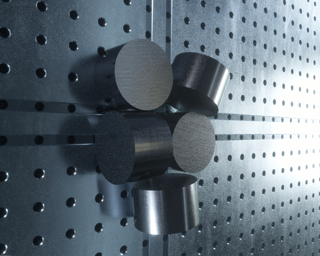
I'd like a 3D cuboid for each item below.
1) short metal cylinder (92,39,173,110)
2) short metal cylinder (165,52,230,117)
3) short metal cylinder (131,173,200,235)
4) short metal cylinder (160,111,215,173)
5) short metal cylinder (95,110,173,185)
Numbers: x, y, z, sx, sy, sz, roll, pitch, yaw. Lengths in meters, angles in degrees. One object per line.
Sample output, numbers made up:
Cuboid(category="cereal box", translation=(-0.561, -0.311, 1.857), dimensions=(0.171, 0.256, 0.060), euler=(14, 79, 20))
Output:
Cuboid(category="short metal cylinder", translation=(-0.031, -0.060, 0.366), dimensions=(0.081, 0.050, 0.079), euler=(0, 91, -39))
Cuboid(category="short metal cylinder", translation=(0.046, -0.055, 0.412), dimensions=(0.080, 0.080, 0.050), euler=(35, 68, -35))
Cuboid(category="short metal cylinder", translation=(0.007, 0.089, 0.378), dimensions=(0.081, 0.080, 0.050), euler=(-8, 96, -40))
Cuboid(category="short metal cylinder", translation=(0.029, 0.018, 0.417), dimensions=(0.081, 0.050, 0.079), euler=(-1, 91, -40))
Cuboid(category="short metal cylinder", translation=(-0.031, 0.020, 0.348), dimensions=(0.050, 0.080, 0.079), euler=(-3, 92, -41))
